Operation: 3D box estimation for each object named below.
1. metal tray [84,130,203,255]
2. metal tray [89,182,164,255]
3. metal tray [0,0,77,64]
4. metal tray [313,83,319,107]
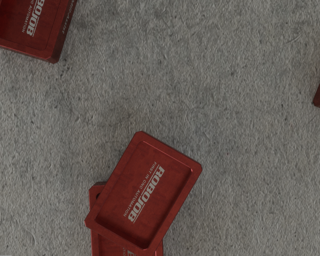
[{"bbox_3d":[-0.019,0.079,0.376,0.090,0.030,0.130,30,90,0],"label":"metal tray"},{"bbox_3d":[-0.042,0.136,0.407,0.091,0.030,0.129,-3,90,0],"label":"metal tray"},{"bbox_3d":[-0.163,-0.160,0.405,0.090,0.030,0.129,17,90,0],"label":"metal tray"},{"bbox_3d":[0.284,-0.050,0.410,0.131,0.030,0.090,21,90,0],"label":"metal tray"}]
